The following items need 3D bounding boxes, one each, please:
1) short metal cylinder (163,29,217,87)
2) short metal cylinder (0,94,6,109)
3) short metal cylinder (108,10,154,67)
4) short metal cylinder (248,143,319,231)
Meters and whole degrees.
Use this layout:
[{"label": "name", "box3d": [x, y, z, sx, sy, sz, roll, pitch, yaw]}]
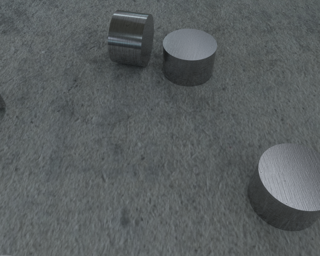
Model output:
[{"label": "short metal cylinder", "box3d": [0.045, -0.110, 0.480, 0.081, 0.050, 0.080, 0, 50, 0]}, {"label": "short metal cylinder", "box3d": [-0.249, -0.053, 0.409, 0.050, 0.080, 0.080, -31, 57, -24]}, {"label": "short metal cylinder", "box3d": [-0.043, -0.139, 0.484, 0.050, 0.080, 0.080, 10, 51, 8]}, {"label": "short metal cylinder", "box3d": [0.142, 0.063, 0.336, 0.081, 0.050, 0.080, 0, 50, 0]}]
